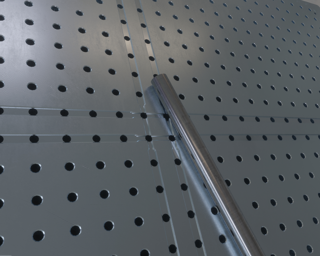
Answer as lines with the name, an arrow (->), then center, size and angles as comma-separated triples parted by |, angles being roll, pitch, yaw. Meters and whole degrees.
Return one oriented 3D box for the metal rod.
metal rod -> 0.064, 0.056, 0.407 | 0.025, 0.025, 0.299 | -15, 70, -34
